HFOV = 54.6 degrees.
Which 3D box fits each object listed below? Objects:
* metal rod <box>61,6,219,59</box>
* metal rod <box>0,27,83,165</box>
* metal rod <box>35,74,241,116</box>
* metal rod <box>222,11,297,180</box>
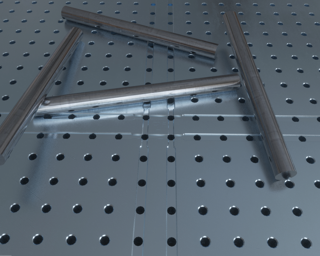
[{"bbox_3d":[-0.043,-0.173,0.553,0.301,0.025,0.025,19,53,15],"label":"metal rod"},{"bbox_3d":[-0.161,-0.068,0.435,0.025,0.025,0.300,4,41,3],"label":"metal rod"},{"bbox_3d":[-0.032,-0.049,0.448,0.302,0.025,0.025,-8,51,-7],"label":"metal rod"},{"bbox_3d":[0.133,-0.067,0.447,0.025,0.025,0.300,-4,56,-4],"label":"metal rod"}]
